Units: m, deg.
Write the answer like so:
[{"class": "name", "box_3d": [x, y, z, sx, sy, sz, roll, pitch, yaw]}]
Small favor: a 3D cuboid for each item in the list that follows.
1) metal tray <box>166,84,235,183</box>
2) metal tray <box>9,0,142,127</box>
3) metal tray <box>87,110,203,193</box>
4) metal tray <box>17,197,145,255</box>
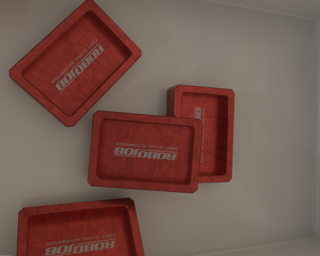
[{"class": "metal tray", "box_3d": [0.055, 0.009, 0.429, 0.091, 0.030, 0.129, 2, 89, -21]}, {"class": "metal tray", "box_3d": [-0.097, -0.076, 0.372, 0.090, 0.030, 0.130, 45, 76, -15]}, {"class": "metal tray", "box_3d": [-0.017, 0.029, 0.381, 0.131, 0.030, 0.089, 5, 89, -3]}, {"class": "metal tray", "box_3d": [-0.088, 0.131, 0.349, 0.131, 0.030, 0.090, -1, 51, -21]}]
